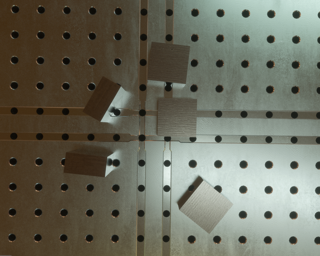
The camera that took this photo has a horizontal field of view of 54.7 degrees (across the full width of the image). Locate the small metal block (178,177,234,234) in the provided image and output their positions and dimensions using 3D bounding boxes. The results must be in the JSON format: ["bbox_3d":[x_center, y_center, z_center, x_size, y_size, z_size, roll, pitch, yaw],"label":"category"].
[{"bbox_3d":[0.060,0.103,0.414,0.050,0.025,0.050,39,90,-1],"label":"small metal block"}]

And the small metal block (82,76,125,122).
[{"bbox_3d":[-0.071,-0.035,0.400,0.025,0.050,0.050,30,90,0],"label":"small metal block"}]

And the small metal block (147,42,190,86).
[{"bbox_3d":[0.011,-0.084,0.414,0.050,0.025,0.050,6,90,-1],"label":"small metal block"}]

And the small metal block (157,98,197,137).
[{"bbox_3d":[0.022,-0.014,0.414,0.050,0.025,0.050,1,90,-1],"label":"small metal block"}]

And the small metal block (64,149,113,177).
[{"bbox_3d":[-0.090,0.044,0.400,0.050,0.050,0.025,7,90,-1],"label":"small metal block"}]
